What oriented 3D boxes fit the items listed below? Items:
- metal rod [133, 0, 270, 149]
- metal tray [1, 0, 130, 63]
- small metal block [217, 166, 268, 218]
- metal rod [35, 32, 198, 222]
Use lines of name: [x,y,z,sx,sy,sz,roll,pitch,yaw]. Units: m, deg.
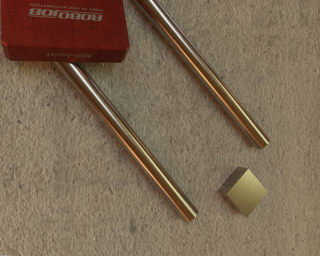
metal rod: [0.057,-0.084,0.431,0.025,0.025,0.300,-46,105,-14]
metal tray: [-0.106,-0.122,0.352,0.131,0.030,0.090,-3,72,-20]
small metal block: [0.122,0.093,0.456,0.050,0.025,0.050,-45,105,-15]
metal rod: [-0.047,0.005,0.392,0.025,0.025,0.300,-41,104,-15]
